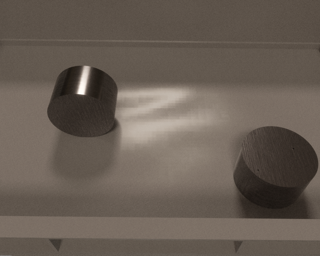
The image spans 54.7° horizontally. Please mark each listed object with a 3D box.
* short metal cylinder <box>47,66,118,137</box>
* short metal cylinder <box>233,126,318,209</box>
[{"bbox_3d":[-0.096,-0.032,0.395,0.081,0.080,0.050,0,50,-1],"label":"short metal cylinder"},{"bbox_3d":[0.129,0.044,0.353,0.081,0.050,0.080,0,50,0],"label":"short metal cylinder"}]
